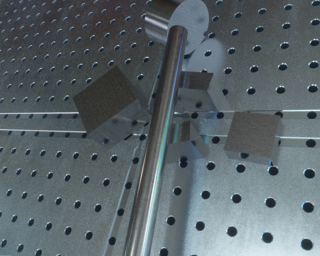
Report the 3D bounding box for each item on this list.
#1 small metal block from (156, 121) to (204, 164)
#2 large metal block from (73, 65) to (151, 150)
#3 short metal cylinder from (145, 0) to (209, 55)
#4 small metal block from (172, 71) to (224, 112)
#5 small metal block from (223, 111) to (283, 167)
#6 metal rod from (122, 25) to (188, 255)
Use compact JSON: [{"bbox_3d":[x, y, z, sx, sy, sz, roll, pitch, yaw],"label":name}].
[{"bbox_3d":[0.020,0.019,0.369,0.050,0.050,0.025,-11,57,22],"label":"small metal block"},{"bbox_3d":[-0.068,-0.029,0.444,0.080,0.050,0.080,-35,51,4],"label":"large metal block"},{"bbox_3d":[0.025,-0.153,0.453,0.080,0.080,0.050,-48,52,-6],"label":"short metal cylinder"},{"bbox_3d":[0.048,-0.046,0.394,0.050,0.050,0.025,10,67,32],"label":"small metal block"},{"bbox_3d":[0.105,0.011,0.346,0.050,0.025,0.050,8,66,31],"label":"small metal block"},{"bbox_3d":[-0.001,0.006,0.339,0.025,0.025,0.299,-3,60,26],"label":"metal rod"}]
